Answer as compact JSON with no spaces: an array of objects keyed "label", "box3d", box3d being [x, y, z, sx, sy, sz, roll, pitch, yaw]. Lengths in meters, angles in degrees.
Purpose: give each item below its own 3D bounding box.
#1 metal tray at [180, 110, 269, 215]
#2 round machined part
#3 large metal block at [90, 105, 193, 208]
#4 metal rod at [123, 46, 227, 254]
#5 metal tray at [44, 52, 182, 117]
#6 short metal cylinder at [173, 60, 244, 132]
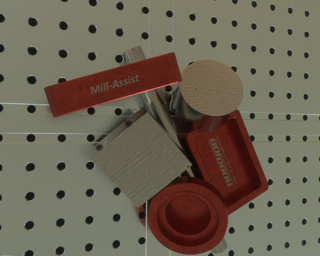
[{"label":"metal tray","box3d":[0.091,0.048,0.440,0.091,0.030,0.129,-27,99,-18]},{"label":"round machined part","box3d":[0.036,0.108,0.398,0.098,0.042,0.097,2,104,9]},{"label":"large metal block","box3d":[-0.022,0.032,0.368,0.080,0.050,0.080,-39,104,3]},{"label":"metal rod","box3d":[0.024,0.035,0.417,0.025,0.025,0.299,-27,99,-18]},{"label":"metal tray","box3d":[-0.049,-0.047,0.341,0.131,0.090,0.030,-17,98,-5]},{"label":"short metal cylinder","box3d":[0.060,-0.041,0.402,0.081,0.050,0.080,3,66,-7]}]
